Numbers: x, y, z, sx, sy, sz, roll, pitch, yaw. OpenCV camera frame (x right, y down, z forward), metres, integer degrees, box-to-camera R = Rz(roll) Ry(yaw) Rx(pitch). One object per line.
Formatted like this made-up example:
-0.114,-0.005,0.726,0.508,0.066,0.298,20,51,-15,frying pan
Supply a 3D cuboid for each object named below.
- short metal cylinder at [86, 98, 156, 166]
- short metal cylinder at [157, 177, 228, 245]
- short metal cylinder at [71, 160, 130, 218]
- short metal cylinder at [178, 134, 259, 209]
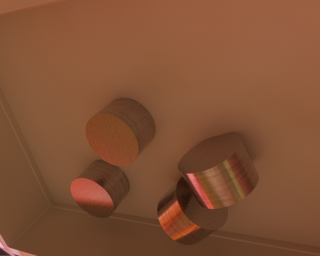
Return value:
-0.053,0.005,0.424,0.080,0.050,0.079,13,124,21,short metal cylinder
0.044,0.109,0.417,0.080,0.080,0.050,39,129,2,short metal cylinder
-0.097,0.099,0.505,0.080,0.050,0.079,13,124,21,short metal cylinder
0.069,0.049,0.367,0.080,0.080,0.050,-18,109,35,short metal cylinder
